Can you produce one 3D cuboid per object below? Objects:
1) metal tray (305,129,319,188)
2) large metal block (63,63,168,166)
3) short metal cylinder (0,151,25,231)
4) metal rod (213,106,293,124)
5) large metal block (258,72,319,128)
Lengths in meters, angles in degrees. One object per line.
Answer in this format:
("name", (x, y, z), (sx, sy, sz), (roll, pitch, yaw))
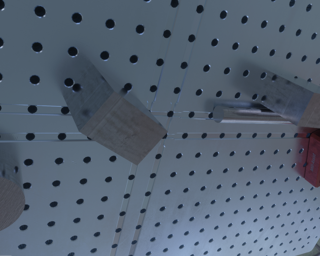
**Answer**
("metal tray", (0.344, 0.051, 0.627), (0.091, 0.030, 0.129), (-23, 127, -14))
("large metal block", (-0.050, -0.015, 0.339), (0.050, 0.080, 0.080), (-48, 129, 6))
("short metal cylinder", (-0.191, 0.069, 0.333), (0.081, 0.050, 0.079), (-14, 124, -21))
("metal rod", (0.216, -0.018, 0.517), (0.303, 0.025, 0.025), (1, 118, -29))
("large metal block", (0.212, -0.041, 0.466), (0.081, 0.080, 0.050), (4, 116, -30))
